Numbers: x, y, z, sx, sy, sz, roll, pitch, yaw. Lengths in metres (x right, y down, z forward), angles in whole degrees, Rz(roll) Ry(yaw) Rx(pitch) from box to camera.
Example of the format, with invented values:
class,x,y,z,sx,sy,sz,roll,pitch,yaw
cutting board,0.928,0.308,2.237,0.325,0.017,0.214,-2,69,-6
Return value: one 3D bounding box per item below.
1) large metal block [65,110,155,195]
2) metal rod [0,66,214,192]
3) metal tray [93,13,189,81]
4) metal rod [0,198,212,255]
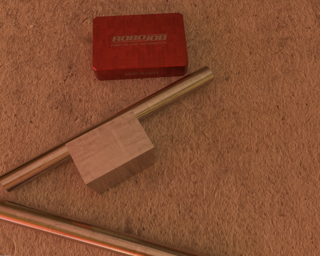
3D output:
class,x,y,z,sx,sy,sz,roll,pitch,yaw
large metal block,-0.054,0.032,0.367,0.080,0.080,0.050,-28,73,-10
metal rod,-0.061,-0.004,0.408,0.302,0.025,0.025,-29,73,-11
metal tray,-0.029,-0.118,0.448,0.131,0.030,0.090,-4,70,-2
metal rod,-0.063,0.129,0.360,0.302,0.025,0.025,14,71,4
